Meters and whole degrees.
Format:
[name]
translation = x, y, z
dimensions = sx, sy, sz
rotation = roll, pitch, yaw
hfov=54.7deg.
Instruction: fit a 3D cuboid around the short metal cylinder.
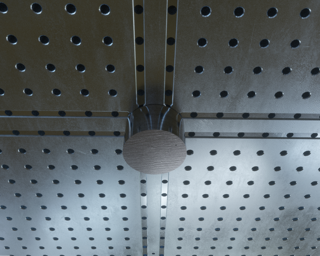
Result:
[short metal cylinder]
translation = -0.007, 0.016, 0.408
dimensions = 0.081, 0.050, 0.079
rotation = 0, 130, 0
